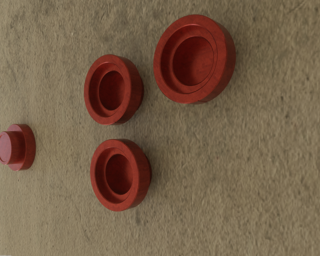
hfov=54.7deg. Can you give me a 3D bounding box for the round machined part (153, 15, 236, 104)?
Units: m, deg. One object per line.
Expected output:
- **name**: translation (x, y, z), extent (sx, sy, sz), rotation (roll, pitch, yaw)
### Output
- **round machined part**: translation (0.043, -0.075, 0.357), extent (0.098, 0.042, 0.097), rotation (0, 90, 39)

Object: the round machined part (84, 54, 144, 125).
- **round machined part**: translation (-0.061, -0.053, 0.442), extent (0.098, 0.042, 0.097), rotation (0, 90, 39)

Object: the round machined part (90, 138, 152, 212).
- **round machined part**: translation (-0.050, 0.063, 0.433), extent (0.098, 0.042, 0.097), rotation (0, 90, 39)

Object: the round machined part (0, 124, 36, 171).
- **round machined part**: translation (-0.301, 0.040, 0.638), extent (0.098, 0.042, 0.097), rotation (0, 90, 39)
